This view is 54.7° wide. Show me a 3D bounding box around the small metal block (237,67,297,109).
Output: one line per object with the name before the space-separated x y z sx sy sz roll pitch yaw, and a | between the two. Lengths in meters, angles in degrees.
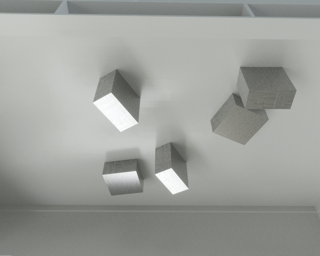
small metal block | 0.119 -0.046 0.354 0.050 0.050 0.025 0 130 0

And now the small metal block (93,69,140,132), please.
small metal block | -0.049 -0.033 0.364 0.025 0.050 0.050 -26 126 20

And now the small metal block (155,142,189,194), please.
small metal block | 0.017 0.057 0.441 0.025 0.050 0.050 -24 126 19

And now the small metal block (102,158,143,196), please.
small metal block | -0.055 0.076 0.473 0.050 0.025 0.050 -7 130 6

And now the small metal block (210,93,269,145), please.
small metal block | 0.102 -0.010 0.401 0.050 0.025 0.050 21 127 -17
